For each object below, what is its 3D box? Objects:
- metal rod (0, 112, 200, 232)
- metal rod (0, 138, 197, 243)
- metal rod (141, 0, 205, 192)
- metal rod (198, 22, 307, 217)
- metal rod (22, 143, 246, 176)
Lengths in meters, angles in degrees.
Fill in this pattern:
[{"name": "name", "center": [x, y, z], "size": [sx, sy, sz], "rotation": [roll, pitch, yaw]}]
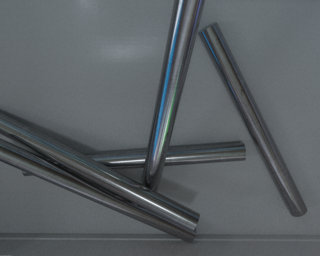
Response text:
[{"name": "metal rod", "center": [-0.089, 0.054, 0.401], "size": [0.301, 0.025, 0.025], "rotation": [27, 108, 1]}, {"name": "metal rod", "center": [-0.077, 0.093, 0.425], "size": [0.301, 0.025, 0.025], "rotation": [29, 108, -18]}, {"name": "metal rod", "center": [0.005, -0.013, 0.341], "size": [0.025, 0.025, 0.298], "rotation": [9, 132, -4]}, {"name": "metal rod", "center": [0.131, 0.002, 0.413], "size": [0.025, 0.025, 0.299], "rotation": [-29, 108, 10]}, {"name": "metal rod", "center": [-0.036, 0.043, 0.426], "size": [0.302, 0.025, 0.025], "rotation": [-4, 110, 1]}]
